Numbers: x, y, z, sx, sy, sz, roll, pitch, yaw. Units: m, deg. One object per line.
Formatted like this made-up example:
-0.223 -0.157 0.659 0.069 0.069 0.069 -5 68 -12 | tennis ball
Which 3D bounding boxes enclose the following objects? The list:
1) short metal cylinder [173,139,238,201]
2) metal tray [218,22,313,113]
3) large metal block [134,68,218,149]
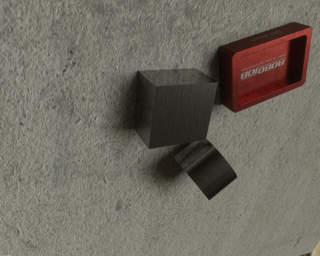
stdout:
0.064 0.056 0.441 0.050 0.080 0.080 -39 129 -2 | short metal cylinder
0.146 -0.084 0.430 0.131 0.030 0.089 -22 127 -16 | metal tray
0.017 -0.026 0.384 0.081 0.050 0.079 -7 122 -25 | large metal block
